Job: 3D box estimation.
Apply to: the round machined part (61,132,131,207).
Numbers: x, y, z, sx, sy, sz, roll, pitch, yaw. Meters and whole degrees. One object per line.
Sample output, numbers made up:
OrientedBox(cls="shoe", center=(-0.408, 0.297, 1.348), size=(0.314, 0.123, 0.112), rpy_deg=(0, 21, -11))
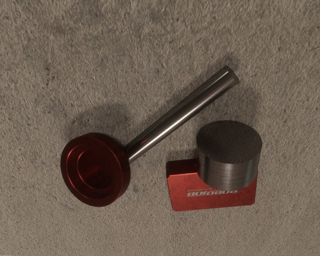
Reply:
OrientedBox(cls="round machined part", center=(-0.082, 0.053, 0.420), size=(0.098, 0.042, 0.097), rpy_deg=(6, 105, 23))

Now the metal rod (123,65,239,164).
OrientedBox(cls="metal rod", center=(-0.022, 0.020, 0.423), size=(0.025, 0.025, 0.299), rpy_deg=(37, 121, -27))

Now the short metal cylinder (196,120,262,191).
OrientedBox(cls="short metal cylinder", center=(0.088, 0.034, 0.402), size=(0.080, 0.080, 0.050), rpy_deg=(-3, 130, 2))

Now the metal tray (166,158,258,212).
OrientedBox(cls="metal tray", center=(0.079, 0.086, 0.479), size=(0.131, 0.030, 0.089), rpy_deg=(-6, 130, 4))
